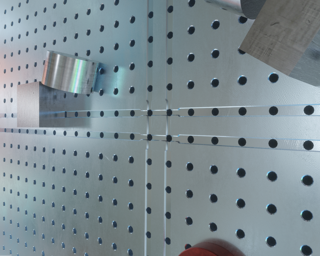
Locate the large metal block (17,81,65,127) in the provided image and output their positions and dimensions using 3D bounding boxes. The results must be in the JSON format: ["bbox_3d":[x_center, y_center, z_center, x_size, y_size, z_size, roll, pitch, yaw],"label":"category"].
[{"bbox_3d":[-0.223,-0.041,0.577,0.080,0.050,0.080,0,90,40],"label":"large metal block"}]

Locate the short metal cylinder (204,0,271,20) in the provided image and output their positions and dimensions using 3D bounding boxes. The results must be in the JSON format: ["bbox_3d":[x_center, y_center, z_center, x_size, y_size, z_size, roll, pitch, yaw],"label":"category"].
[{"bbox_3d":[0.084,-0.154,0.304,0.050,0.081,0.079,36,112,34],"label":"short metal cylinder"}]

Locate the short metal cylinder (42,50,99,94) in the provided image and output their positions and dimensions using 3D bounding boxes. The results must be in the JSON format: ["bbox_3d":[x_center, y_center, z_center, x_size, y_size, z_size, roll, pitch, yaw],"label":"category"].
[{"bbox_3d":[-0.141,-0.088,0.490,0.080,0.081,0.050,24,105,37],"label":"short metal cylinder"}]

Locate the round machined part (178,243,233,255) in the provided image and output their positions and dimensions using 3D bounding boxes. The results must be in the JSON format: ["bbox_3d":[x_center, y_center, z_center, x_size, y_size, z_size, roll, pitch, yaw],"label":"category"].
[{"bbox_3d":[0.051,0.188,0.356,0.098,0.042,0.097,0,90,40],"label":"round machined part"}]

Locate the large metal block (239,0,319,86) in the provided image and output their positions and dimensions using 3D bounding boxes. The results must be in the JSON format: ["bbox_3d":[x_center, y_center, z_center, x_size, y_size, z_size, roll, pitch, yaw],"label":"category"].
[{"bbox_3d":[0.127,-0.087,0.269,0.050,0.081,0.080,42,115,32],"label":"large metal block"}]
